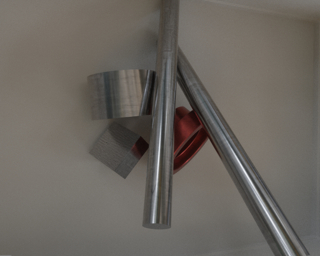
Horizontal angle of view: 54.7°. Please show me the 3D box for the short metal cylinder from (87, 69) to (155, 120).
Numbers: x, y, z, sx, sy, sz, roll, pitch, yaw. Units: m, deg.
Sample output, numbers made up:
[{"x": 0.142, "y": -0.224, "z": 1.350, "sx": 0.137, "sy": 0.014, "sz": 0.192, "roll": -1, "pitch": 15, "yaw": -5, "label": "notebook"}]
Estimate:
[{"x": -0.043, "y": -0.038, "z": 0.366, "sx": 0.081, "sy": 0.080, "sz": 0.050, "roll": -6, "pitch": 93, "yaw": -20, "label": "short metal cylinder"}]

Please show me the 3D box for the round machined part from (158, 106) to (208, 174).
[{"x": 0.025, "y": 0.011, "z": 0.392, "sx": 0.042, "sy": 0.098, "sz": 0.098, "roll": 41, "pitch": 74, "yaw": 20, "label": "round machined part"}]

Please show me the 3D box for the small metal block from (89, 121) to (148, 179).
[{"x": -0.049, "y": 0.026, "z": 0.377, "sx": 0.050, "sy": 0.050, "sz": 0.025, "roll": -53, "pitch": 141, "yaw": -12, "label": "small metal block"}]

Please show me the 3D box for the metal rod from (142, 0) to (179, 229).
[{"x": 0.006, "y": -0.044, "z": 0.343, "sx": 0.025, "sy": 0.025, "sz": 0.299, "roll": 15, "pitch": 58, "yaw": -20, "label": "metal rod"}]

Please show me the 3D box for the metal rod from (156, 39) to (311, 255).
[{"x": 0.058, "y": -0.005, "z": 0.332, "sx": 0.025, "sy": 0.025, "sz": 0.299, "roll": -10, "pitch": 53, "yaw": -20, "label": "metal rod"}]
